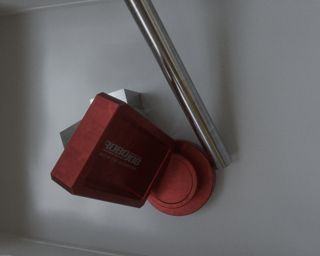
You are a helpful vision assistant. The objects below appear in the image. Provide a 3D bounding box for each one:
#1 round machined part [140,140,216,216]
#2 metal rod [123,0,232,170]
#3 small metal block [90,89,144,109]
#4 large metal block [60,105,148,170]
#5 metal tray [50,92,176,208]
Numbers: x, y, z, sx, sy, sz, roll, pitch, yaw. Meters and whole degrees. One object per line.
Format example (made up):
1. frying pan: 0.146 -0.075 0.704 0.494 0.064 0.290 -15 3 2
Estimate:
1. round machined part: 0.019 0.064 0.394 0.098 0.042 0.097 0 90 19
2. metal rod: 0.007 -0.079 0.339 0.025 0.025 0.299 -24 109 18
3. small metal block: -0.057 -0.031 0.416 0.050 0.050 0.025 -16 85 19
4. large metal block: -0.064 0.014 0.394 0.080 0.080 0.050 -27 76 26
5. metal tray: -0.038 0.030 0.321 0.030 0.130 0.090 25 83 31
